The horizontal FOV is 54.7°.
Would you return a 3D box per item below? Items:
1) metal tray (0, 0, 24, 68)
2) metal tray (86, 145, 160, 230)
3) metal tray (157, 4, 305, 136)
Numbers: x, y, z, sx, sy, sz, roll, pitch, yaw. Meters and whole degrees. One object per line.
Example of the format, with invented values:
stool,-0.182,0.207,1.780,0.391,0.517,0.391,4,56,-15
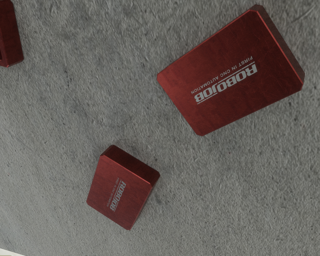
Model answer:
metal tray,-0.268,-0.147,0.453,0.130,0.030,0.089,16,125,19
metal tray,-0.063,0.099,0.498,0.090,0.030,0.129,30,128,8
metal tray,0.071,-0.055,0.332,0.130,0.030,0.090,-29,103,37
